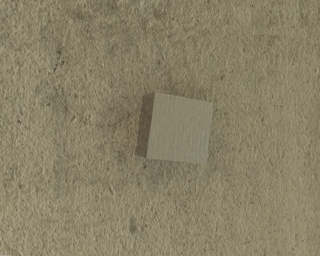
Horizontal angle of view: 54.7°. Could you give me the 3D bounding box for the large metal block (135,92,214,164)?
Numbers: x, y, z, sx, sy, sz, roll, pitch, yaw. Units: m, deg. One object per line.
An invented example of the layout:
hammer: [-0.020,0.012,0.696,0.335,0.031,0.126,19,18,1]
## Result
large metal block: [0.018,0.001,0.405,0.081,0.050,0.080,8,87,-20]
